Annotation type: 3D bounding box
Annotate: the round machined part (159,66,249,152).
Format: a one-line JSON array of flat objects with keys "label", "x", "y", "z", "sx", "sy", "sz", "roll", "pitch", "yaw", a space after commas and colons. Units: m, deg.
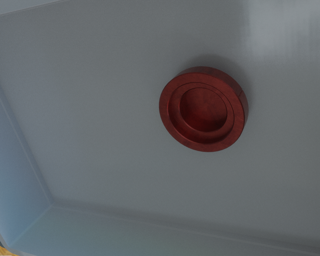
[{"label": "round machined part", "x": 0.052, "y": -0.024, "z": 0.356, "sx": 0.098, "sy": 0.042, "sz": 0.097, "roll": 13, "pitch": 124, "yaw": 21}]
